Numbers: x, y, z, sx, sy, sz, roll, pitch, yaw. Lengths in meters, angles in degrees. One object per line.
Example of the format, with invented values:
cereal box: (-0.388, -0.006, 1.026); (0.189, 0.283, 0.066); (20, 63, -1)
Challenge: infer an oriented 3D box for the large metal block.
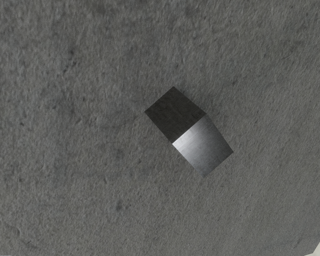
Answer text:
large metal block: (0.036, 0.005, 0.393); (0.050, 0.080, 0.080); (-42, 129, 0)
